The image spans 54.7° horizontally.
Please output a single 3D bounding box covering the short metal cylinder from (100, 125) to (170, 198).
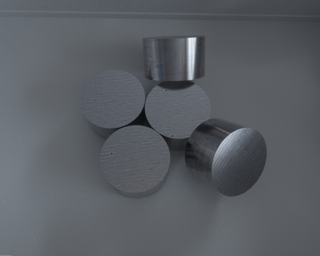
[{"bbox_3d":[-0.029,0.042,0.378,0.081,0.050,0.080,0,70,0],"label":"short metal cylinder"}]

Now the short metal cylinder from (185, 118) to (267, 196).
[{"bbox_3d":[0.077,0.032,0.362,0.081,0.050,0.079,-9,108,-28],"label":"short metal cylinder"}]

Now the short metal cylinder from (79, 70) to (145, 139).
[{"bbox_3d":[-0.059,-0.029,0.404,0.081,0.050,0.080,0,70,0],"label":"short metal cylinder"}]

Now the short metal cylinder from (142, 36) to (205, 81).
[{"bbox_3d":[0.019,-0.093,0.405,0.081,0.080,0.050,-3,109,-1],"label":"short metal cylinder"}]

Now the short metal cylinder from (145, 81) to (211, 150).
[{"bbox_3d":[0.022,-0.016,0.400,0.081,0.050,0.080,0,70,0],"label":"short metal cylinder"}]
